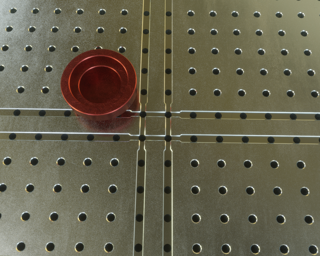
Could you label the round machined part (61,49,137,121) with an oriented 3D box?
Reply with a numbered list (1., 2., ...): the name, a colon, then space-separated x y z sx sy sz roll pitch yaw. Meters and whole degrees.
1. round machined part: -0.080 -0.055 0.422 0.099 0.042 0.098 0 70 -1
